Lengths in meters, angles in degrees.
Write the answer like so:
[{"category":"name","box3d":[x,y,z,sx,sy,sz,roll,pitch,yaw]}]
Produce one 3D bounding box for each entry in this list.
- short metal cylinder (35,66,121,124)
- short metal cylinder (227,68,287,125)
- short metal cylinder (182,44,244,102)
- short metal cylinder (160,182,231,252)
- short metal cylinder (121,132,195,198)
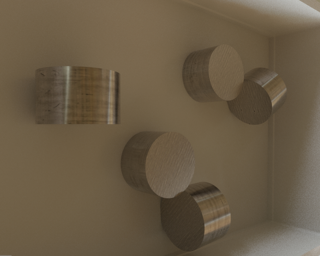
[{"category":"short metal cylinder","box3d":[-0.080,-0.029,0.305,0.081,0.080,0.050,0,91,-40]},{"category":"short metal cylinder","box3d":[0.157,-0.052,0.505,0.050,0.080,0.080,-35,112,-35]},{"category":"short metal cylinder","box3d":[0.080,-0.079,0.459,0.081,0.050,0.079,0,90,-40]},{"category":"short metal cylinder","box3d":[0.046,0.116,0.412,0.050,0.080,0.079,-4,93,-40]},{"category":"short metal cylinder","box3d":[-0.002,0.044,0.391,0.081,0.050,0.079,0,90,-40]}]
